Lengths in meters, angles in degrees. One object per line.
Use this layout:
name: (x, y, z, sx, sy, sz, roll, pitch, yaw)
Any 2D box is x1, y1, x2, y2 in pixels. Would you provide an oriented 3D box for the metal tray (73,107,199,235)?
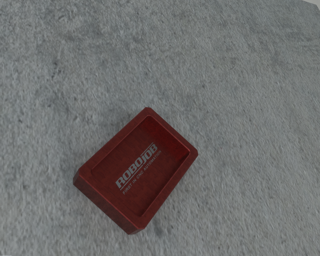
metal tray: (-0.023, 0.044, 0.362, 0.090, 0.030, 0.131, 43, 51, 1)
